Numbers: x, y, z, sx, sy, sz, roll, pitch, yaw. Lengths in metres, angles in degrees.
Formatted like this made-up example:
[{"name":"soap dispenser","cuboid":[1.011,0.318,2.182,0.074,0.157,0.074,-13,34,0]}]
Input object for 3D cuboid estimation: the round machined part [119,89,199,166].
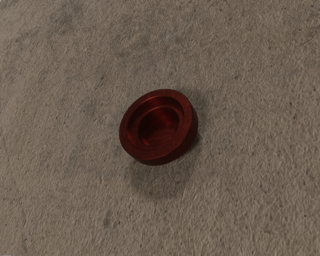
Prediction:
[{"name":"round machined part","cuboid":[0.002,0.003,0.389,0.098,0.042,0.098,-13,56,20]}]
